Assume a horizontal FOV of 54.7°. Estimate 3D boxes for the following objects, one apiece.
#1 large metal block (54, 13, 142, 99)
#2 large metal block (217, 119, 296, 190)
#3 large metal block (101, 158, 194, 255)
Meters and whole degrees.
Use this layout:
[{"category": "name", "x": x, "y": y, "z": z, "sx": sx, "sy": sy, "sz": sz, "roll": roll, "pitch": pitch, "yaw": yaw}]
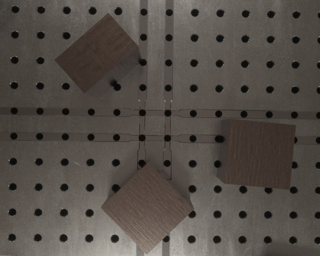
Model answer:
[{"category": "large metal block", "x": -0.071, "y": -0.084, "z": 0.385, "sx": 0.080, "sy": 0.080, "sz": 0.050, "roll": -41, "pitch": 91, "yaw": 0}, {"category": "large metal block", "x": 0.122, "y": 0.032, "z": 0.403, "sx": 0.081, "sy": 0.050, "sz": 0.079, "roll": 5, "pitch": 90, "yaw": -1}, {"category": "large metal block", "x": -0.015, "y": 0.098, "z": 0.401, "sx": 0.080, "sy": 0.050, "sz": 0.080, "roll": -44, "pitch": 91, "yaw": 0}]
